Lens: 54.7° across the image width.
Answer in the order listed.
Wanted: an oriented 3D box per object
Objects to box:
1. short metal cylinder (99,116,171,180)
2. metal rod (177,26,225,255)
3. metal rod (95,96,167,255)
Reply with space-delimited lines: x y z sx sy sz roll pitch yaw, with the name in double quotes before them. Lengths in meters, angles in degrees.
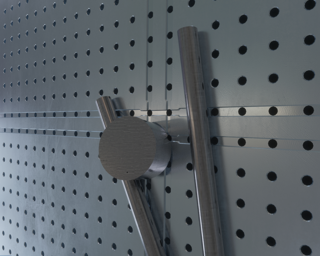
"short metal cylinder" -0.032 0.028 0.405 0.080 0.050 0.080 -4 81 23
"metal rod" 0.049 0.028 0.368 0.025 0.025 0.298 -10 84 39
"metal rod" -0.036 0.090 0.438 0.025 0.025 0.299 -33 70 35
